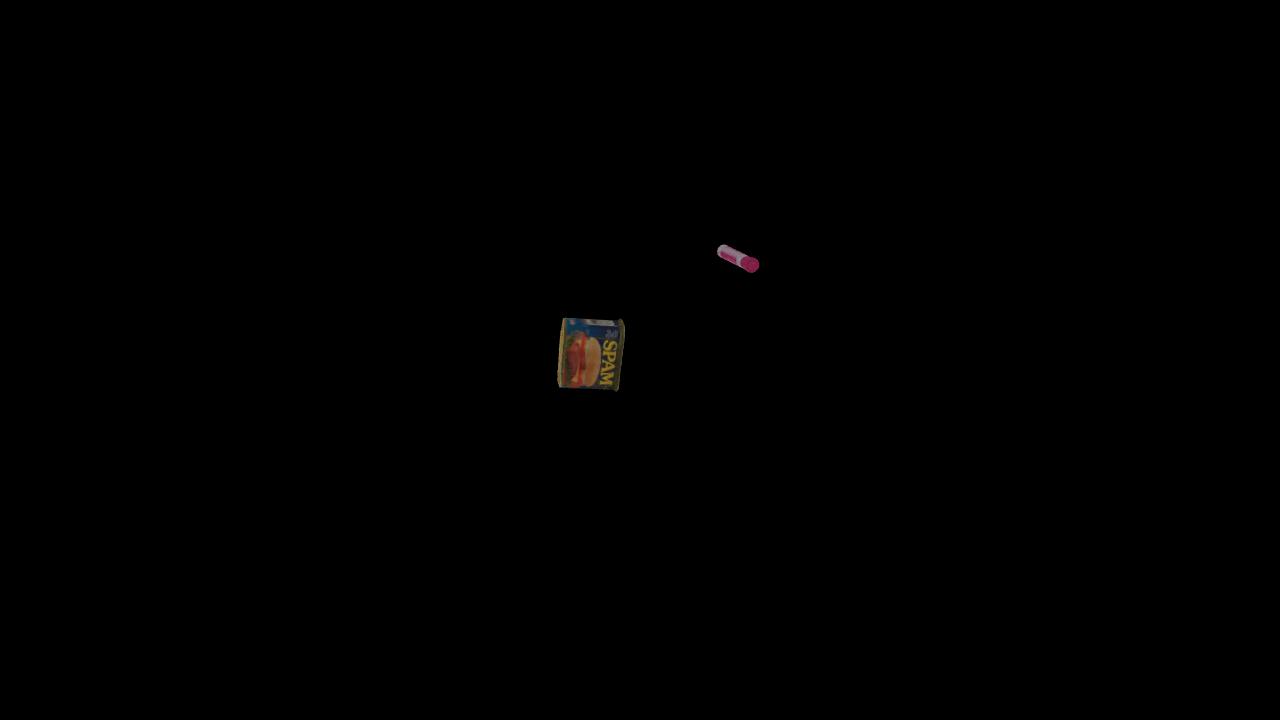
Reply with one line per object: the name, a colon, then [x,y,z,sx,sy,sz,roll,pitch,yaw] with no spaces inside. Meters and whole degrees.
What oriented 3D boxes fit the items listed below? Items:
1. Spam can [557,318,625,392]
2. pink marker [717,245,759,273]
Spam can: [-0.071,-0.009,0.868,0.085,0.101,0.058,3,21,-12]
pink marker: [0.128,-0.134,0.810,0.020,0.020,0.121,0,19,-11]
